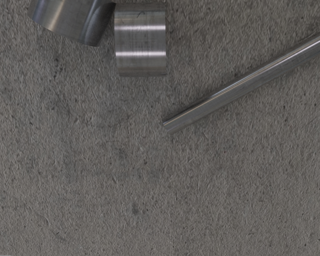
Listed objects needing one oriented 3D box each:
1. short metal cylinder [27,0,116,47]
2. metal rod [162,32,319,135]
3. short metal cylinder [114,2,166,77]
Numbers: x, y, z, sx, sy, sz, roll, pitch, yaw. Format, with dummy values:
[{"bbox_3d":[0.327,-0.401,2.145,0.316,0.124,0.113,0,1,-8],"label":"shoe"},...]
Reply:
[{"bbox_3d":[-0.093,-0.129,0.332,0.080,0.080,0.050,25,108,-9],"label":"short metal cylinder"},{"bbox_3d":[0.139,-0.072,0.384,0.300,0.025,0.025,-29,108,10],"label":"metal rod"},{"bbox_3d":[-0.020,-0.097,0.345,0.050,0.080,0.079,-1,110,0],"label":"short metal cylinder"}]
